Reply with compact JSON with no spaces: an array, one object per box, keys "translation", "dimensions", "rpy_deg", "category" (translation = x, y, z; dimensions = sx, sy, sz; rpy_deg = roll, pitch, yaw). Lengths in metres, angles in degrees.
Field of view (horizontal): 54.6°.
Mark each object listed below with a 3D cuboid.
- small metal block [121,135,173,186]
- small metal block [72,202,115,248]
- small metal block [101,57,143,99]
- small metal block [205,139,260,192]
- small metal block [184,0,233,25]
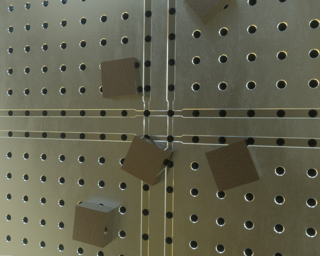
[{"translation":[-0.018,0.043,0.419],"dimensions":[0.050,0.025,0.050],"rpy_deg":[26,98,18],"category":"small metal block"},{"translation":[-0.095,0.138,0.447],"dimensions":[0.050,0.025,0.050],"rpy_deg":[7,92,20],"category":"small metal block"},{"translation":[-0.053,-0.068,0.432],"dimensions":[0.050,0.025,0.050],"rpy_deg":[-4,89,20],"category":"small metal block"},{"translation":[0.090,0.045,0.381],"dimensions":[0.050,0.025,0.050],"rpy_deg":[-22,83,18],"category":"small metal block"},{"translation":[0.059,-0.170,0.392],"dimensions":[0.050,0.025,0.050],"rpy_deg":[-40,78,15],"category":"small metal block"}]
